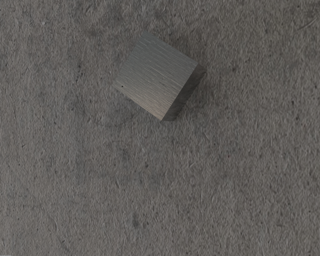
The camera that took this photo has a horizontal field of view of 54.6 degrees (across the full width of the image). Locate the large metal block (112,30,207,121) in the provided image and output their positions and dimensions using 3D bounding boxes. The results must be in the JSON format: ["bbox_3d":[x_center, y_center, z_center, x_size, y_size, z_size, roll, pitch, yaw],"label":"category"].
[{"bbox_3d":[0.000,-0.064,0.396,0.080,0.050,0.080,36,102,16],"label":"large metal block"}]
